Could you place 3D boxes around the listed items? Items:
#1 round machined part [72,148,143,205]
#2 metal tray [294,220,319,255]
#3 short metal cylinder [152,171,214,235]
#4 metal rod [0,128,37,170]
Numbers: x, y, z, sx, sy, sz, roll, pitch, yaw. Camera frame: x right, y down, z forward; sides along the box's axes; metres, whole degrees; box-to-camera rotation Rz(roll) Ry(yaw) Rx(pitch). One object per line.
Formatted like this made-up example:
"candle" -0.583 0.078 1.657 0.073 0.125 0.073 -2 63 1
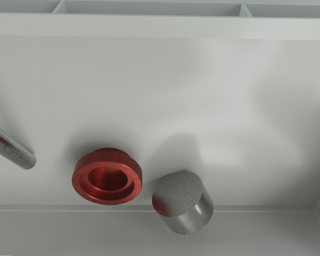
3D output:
"round machined part" -0.075 0.067 0.454 0.099 0.042 0.097 -1 130 0
"metal tray" 0.317 0.228 0.607 0.090 0.030 0.129 -11 130 8
"short metal cylinder" 0.035 0.112 0.469 0.080 0.080 0.050 -19 128 15
"metal rod" -0.195 -0.009 0.312 0.025 0.025 0.299 -1 157 0
